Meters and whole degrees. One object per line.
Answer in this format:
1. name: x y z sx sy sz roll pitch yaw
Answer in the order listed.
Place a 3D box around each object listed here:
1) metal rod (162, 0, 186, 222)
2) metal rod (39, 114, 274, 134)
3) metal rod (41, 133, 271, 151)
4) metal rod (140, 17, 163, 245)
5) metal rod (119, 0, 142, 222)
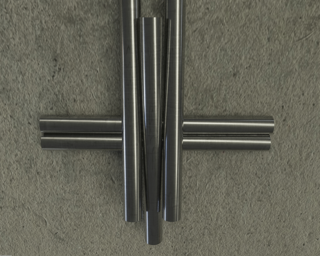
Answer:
1. metal rod: 0.017 -0.028 0.378 0.025 0.025 0.298 0 102 -1
2. metal rod: -0.003 -0.005 0.410 0.302 0.025 0.025 0 110 -1
3. metal rod: -0.005 0.019 0.419 0.302 0.025 0.025 0 110 -1
4. metal rod: -0.009 0.018 0.390 0.025 0.025 0.298 0 110 0
5. metal rod: -0.035 -0.027 0.378 0.025 0.025 0.298 0 102 -1
